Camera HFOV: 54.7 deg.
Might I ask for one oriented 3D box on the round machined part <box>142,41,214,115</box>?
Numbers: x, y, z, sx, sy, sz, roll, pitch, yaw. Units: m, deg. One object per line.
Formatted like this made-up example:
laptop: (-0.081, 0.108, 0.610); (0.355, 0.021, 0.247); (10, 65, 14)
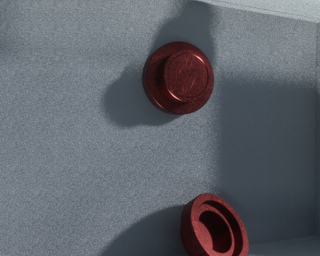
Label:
round machined part: (0.029, -0.067, 0.412); (0.099, 0.042, 0.097); (0, 90, -20)

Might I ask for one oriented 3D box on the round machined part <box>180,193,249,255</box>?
round machined part: (0.066, 0.140, 0.408); (0.099, 0.042, 0.098); (26, 40, -24)
